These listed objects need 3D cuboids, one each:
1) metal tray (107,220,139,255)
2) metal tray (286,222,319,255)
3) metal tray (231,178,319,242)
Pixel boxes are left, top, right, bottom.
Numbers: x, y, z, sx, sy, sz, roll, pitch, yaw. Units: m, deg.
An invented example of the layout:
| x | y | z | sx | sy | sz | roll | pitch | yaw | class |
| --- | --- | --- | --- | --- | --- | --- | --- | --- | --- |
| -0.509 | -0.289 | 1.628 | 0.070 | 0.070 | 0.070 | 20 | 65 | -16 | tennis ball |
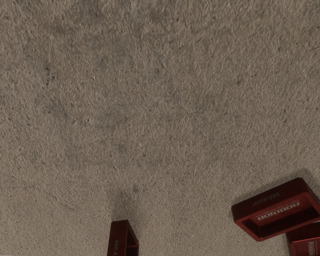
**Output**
| x | y | z | sx | sy | sz | roll | pitch | yaw | class |
| --- | --- | --- | --- | --- | --- | --- | --- | --- | --- |
| -0.065 | 0.242 | 0.543 | 0.030 | 0.130 | 0.090 | -9 | 130 | 7 | metal tray |
| 0.302 | 0.235 | 0.608 | 0.090 | 0.030 | 0.130 | -16 | 129 | 12 | metal tray |
| 0.202 | 0.143 | 0.528 | 0.130 | 0.030 | 0.090 | -32 | 124 | 23 | metal tray |
